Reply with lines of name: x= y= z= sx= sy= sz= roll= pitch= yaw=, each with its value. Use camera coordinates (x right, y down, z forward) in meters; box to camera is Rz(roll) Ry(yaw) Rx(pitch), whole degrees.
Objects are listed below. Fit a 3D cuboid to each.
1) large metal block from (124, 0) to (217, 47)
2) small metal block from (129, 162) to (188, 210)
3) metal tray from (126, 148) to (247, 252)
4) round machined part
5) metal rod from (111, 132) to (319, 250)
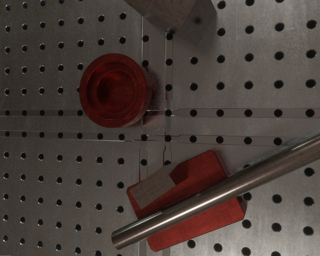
large metal block: x=0.015 y=-0.149 z=0.377 sx=0.080 sy=0.080 sz=0.050 roll=33 pitch=101 yaw=16
small metal block: x=0.000 y=0.067 z=0.366 sx=0.050 sy=0.050 sz=0.025 roll=-38 pitch=78 yaw=16
metal tray: x=0.032 y=0.093 z=0.398 sx=0.130 sy=0.030 sz=0.090 roll=-27 pitch=81 yaw=17
round machined part: x=-0.057 y=-0.049 z=0.422 sx=0.098 sy=0.042 sz=0.097 roll=0 pitch=90 yaw=19
metal rod: x=0.070 y=0.073 z=0.355 sx=0.300 sy=0.025 sz=0.025 roll=-30 pitch=81 yaw=17
